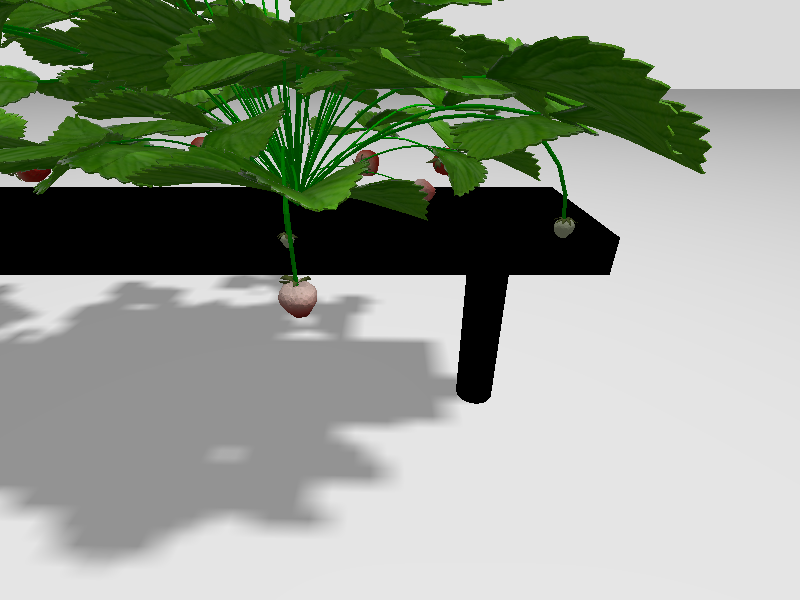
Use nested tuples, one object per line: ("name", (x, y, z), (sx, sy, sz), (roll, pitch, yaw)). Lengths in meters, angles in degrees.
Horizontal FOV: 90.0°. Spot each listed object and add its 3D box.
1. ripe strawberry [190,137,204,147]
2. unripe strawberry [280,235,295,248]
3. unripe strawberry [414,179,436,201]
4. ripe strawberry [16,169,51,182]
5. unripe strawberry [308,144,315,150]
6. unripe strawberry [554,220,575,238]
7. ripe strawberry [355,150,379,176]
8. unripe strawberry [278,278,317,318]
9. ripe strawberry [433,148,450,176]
("ripe strawberry", (-0.241, -0.182, 0.493), (0.036, 0.038, 0.039), (-24, 37, -35))
("unripe strawberry", (-0.073, -0.038, 0.259), (0.009, 0.010, 0.010), (-5, 30, -8))
("unripe strawberry", (0.021, -0.098, 0.360), (0.021, 0.021, 0.020), (3, 29, -9))
("ripe strawberry", (-0.388, -0.141, 0.422), (0.032, 0.033, 0.029), (-15, 33, -26))
("unripe strawberry", (-0.120, -0.206, 0.543), (0.011, 0.011, 0.011), (-4, 30, -6))
("unripe strawberry", (0.096, -0.042, 0.236), (0.011, 0.011, 0.011), (18, 34, 29))
("ripe strawberry", (-0.036, -0.157, 0.457), (0.028, 0.029, 0.030), (12, 31, 20))
("unripe strawberry", (-0.048, 0.000, 0.189), (0.018, 0.019, 0.019), (-6, 30, -11))
("ripe strawberry", (0.055, -0.154, 0.448), (0.034, 0.029, 0.034), (6, 19, -44))
